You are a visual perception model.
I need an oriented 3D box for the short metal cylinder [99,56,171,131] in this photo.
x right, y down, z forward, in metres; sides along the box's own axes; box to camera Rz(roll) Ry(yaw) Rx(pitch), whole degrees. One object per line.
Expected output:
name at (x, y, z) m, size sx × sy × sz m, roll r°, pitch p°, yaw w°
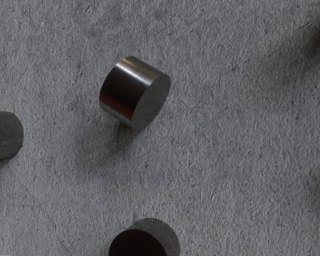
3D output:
short metal cylinder at (-0.030, -0.043, 0.390) m, size 0.050 × 0.080 × 0.080 m, roll 33°, pitch 101°, yaw 17°

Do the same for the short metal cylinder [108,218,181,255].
short metal cylinder at (-0.019, 0.164, 0.402) m, size 0.080 × 0.050 × 0.080 m, roll 0°, pitch 90°, yaw 20°

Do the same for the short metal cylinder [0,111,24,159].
short metal cylinder at (-0.266, 0.012, 0.490) m, size 0.080 × 0.050 × 0.080 m, roll 0°, pitch 90°, yaw 20°
